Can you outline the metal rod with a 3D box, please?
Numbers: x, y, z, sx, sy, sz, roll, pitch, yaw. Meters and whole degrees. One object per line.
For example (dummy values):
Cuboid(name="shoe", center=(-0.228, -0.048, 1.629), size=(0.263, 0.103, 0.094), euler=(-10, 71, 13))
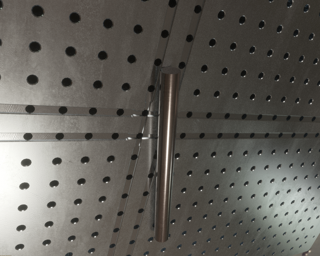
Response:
Cuboid(name="metal rod", center=(0.008, 0.058, 0.452), size=(0.025, 0.025, 0.298), euler=(-12, 124, -22))
